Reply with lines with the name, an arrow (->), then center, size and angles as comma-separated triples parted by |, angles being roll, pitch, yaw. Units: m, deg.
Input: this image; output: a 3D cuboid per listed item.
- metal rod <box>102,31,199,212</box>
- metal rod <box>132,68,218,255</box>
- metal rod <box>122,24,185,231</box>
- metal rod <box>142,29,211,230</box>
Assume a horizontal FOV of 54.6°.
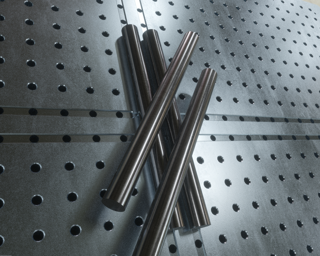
metal rod -> 0.002, -0.033, 0.397 | 0.025, 0.025, 0.301 | 31, 52, -9
metal rod -> 0.027, 0.029, 0.372 | 0.025, 0.025, 0.301 | 30, 52, -9
metal rod -> -0.015, -0.018, 0.411 | 0.025, 0.025, 0.299 | 1, 61, -28
metal rod -> 0.016, -0.016, 0.426 | 0.025, 0.025, 0.299 | 1, 61, -28
